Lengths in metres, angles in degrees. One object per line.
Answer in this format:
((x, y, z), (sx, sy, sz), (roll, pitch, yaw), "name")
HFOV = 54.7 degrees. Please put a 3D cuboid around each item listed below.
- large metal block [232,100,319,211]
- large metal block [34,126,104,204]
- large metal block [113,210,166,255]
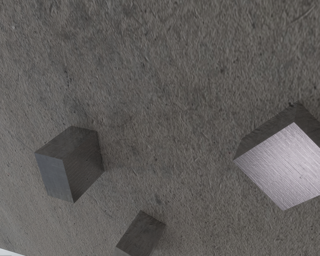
((0.141, 0.031, 0.336), (0.080, 0.050, 0.080), (45, 129, -3), "large metal block")
((-0.135, 0.054, 0.476), (0.050, 0.080, 0.079), (10, 123, 23), "large metal block")
((-0.038, 0.200, 0.515), (0.050, 0.080, 0.079), (27, 128, 11), "large metal block")
